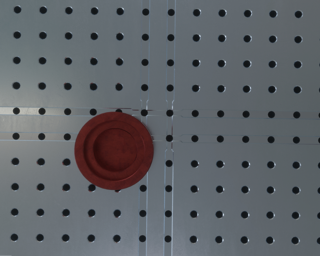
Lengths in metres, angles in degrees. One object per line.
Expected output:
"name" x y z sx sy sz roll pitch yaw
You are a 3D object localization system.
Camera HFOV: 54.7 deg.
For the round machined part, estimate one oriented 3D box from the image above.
"round machined part" -0.057 0.028 0.404 0.099 0.042 0.097 0 90 0
